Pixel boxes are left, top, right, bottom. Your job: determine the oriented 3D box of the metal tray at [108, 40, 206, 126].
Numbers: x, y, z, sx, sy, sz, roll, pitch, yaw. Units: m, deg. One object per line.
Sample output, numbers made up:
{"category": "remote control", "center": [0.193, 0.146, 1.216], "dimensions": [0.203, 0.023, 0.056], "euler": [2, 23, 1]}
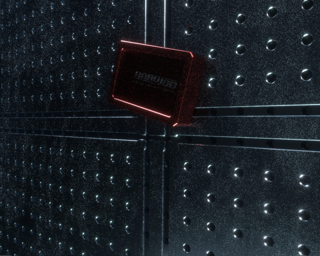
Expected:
{"category": "metal tray", "center": [-0.010, -0.062, 0.411], "dimensions": [0.130, 0.030, 0.089], "euler": [21, 103, 37]}
